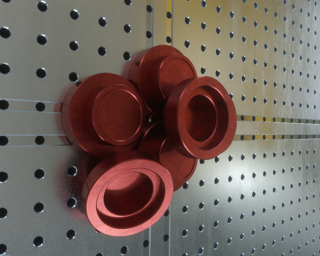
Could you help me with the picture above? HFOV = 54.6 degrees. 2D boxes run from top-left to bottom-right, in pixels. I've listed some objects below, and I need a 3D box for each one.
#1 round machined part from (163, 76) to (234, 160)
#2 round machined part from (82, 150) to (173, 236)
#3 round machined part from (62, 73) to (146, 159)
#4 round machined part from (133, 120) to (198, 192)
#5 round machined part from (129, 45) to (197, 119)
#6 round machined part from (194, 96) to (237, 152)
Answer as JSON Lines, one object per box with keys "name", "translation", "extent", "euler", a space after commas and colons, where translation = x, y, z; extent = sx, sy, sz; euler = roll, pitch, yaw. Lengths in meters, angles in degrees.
{"name": "round machined part", "translation": [0.043, -0.012, 0.377], "extent": [0.099, 0.042, 0.097], "euler": [0, 90, -40]}
{"name": "round machined part", "translation": [-0.038, 0.068, 0.348], "extent": [0.099, 0.042, 0.097], "euler": [-10, 116, -21]}
{"name": "round machined part", "translation": [-0.055, -0.014, 0.351], "extent": [0.099, 0.042, 0.097], "euler": [0, 90, -40]}
{"name": "round machined part", "translation": [0.012, 0.038, 0.406], "extent": [0.099, 0.042, 0.097], "euler": [0, 90, -40]}
{"name": "round machined part", "translation": [0.012, -0.060, 0.407], "extent": [0.099, 0.042, 0.097], "euler": [0, 90, -40]}
{"name": "round machined part", "translation": [0.065, -0.011, 0.450], "extent": [0.099, 0.042, 0.097], "euler": [0, 90, -40]}
